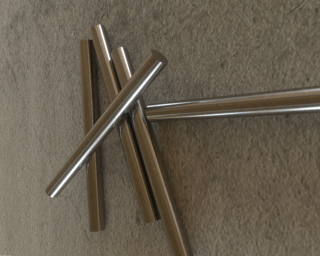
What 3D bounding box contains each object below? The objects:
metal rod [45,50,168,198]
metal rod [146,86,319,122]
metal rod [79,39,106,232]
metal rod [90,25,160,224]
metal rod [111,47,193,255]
[{"bbox_3d":[-0.089,0.010,0.441,0.299,0.025,0.025,-47,63,29],"label":"metal rod"},{"bbox_3d":[0.106,-0.025,0.316,0.300,0.025,0.025,-2,89,39],"label":"metal rod"},{"bbox_3d":[-0.108,0.010,0.491,0.025,0.025,0.298,-7,86,39],"label":"metal rod"},{"bbox_3d":[-0.053,-0.015,0.446,0.025,0.025,0.299,-28,73,36],"label":"metal rod"},{"bbox_3d":[-0.014,0.027,0.414,0.025,0.025,0.299,-28,72,36],"label":"metal rod"}]
